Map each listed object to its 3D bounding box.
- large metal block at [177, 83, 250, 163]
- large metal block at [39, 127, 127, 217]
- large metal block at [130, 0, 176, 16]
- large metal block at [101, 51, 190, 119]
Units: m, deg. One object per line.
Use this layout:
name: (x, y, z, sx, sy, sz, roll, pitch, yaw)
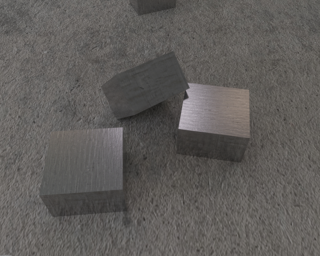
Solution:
large metal block: (0.068, -0.008, 0.394, 0.080, 0.050, 0.080, 8, 50, 6)
large metal block: (-0.080, 0.048, 0.346, 0.081, 0.050, 0.080, -3, 50, -3)
large metal block: (-0.015, -0.274, 0.597, 0.081, 0.080, 0.050, -18, 52, -14)
large metal block: (-0.022, -0.053, 0.404, 0.081, 0.080, 0.050, -28, 98, -21)
